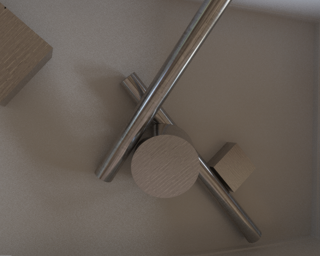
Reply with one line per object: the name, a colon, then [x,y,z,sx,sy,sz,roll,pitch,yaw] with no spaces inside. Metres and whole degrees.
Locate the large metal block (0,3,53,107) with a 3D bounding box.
large metal block: [-0.176,-0.080,0.332,0.080,0.050,0.080,42,77,-16]

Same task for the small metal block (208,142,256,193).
small metal block: [0.103,0.056,0.450,0.050,0.025,0.050,-43,104,-15]

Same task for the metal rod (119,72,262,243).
metal rod: [0.049,0.049,0.430,0.025,0.025,0.300,-43,104,-15]

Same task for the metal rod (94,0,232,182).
metal rod: [0.011,-0.061,0.353,0.025,0.025,0.299,30,104,-18]

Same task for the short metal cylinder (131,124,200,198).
short metal cylinder: [0.006,0.039,0.386,0.081,0.050,0.079,-1,105,-2]
